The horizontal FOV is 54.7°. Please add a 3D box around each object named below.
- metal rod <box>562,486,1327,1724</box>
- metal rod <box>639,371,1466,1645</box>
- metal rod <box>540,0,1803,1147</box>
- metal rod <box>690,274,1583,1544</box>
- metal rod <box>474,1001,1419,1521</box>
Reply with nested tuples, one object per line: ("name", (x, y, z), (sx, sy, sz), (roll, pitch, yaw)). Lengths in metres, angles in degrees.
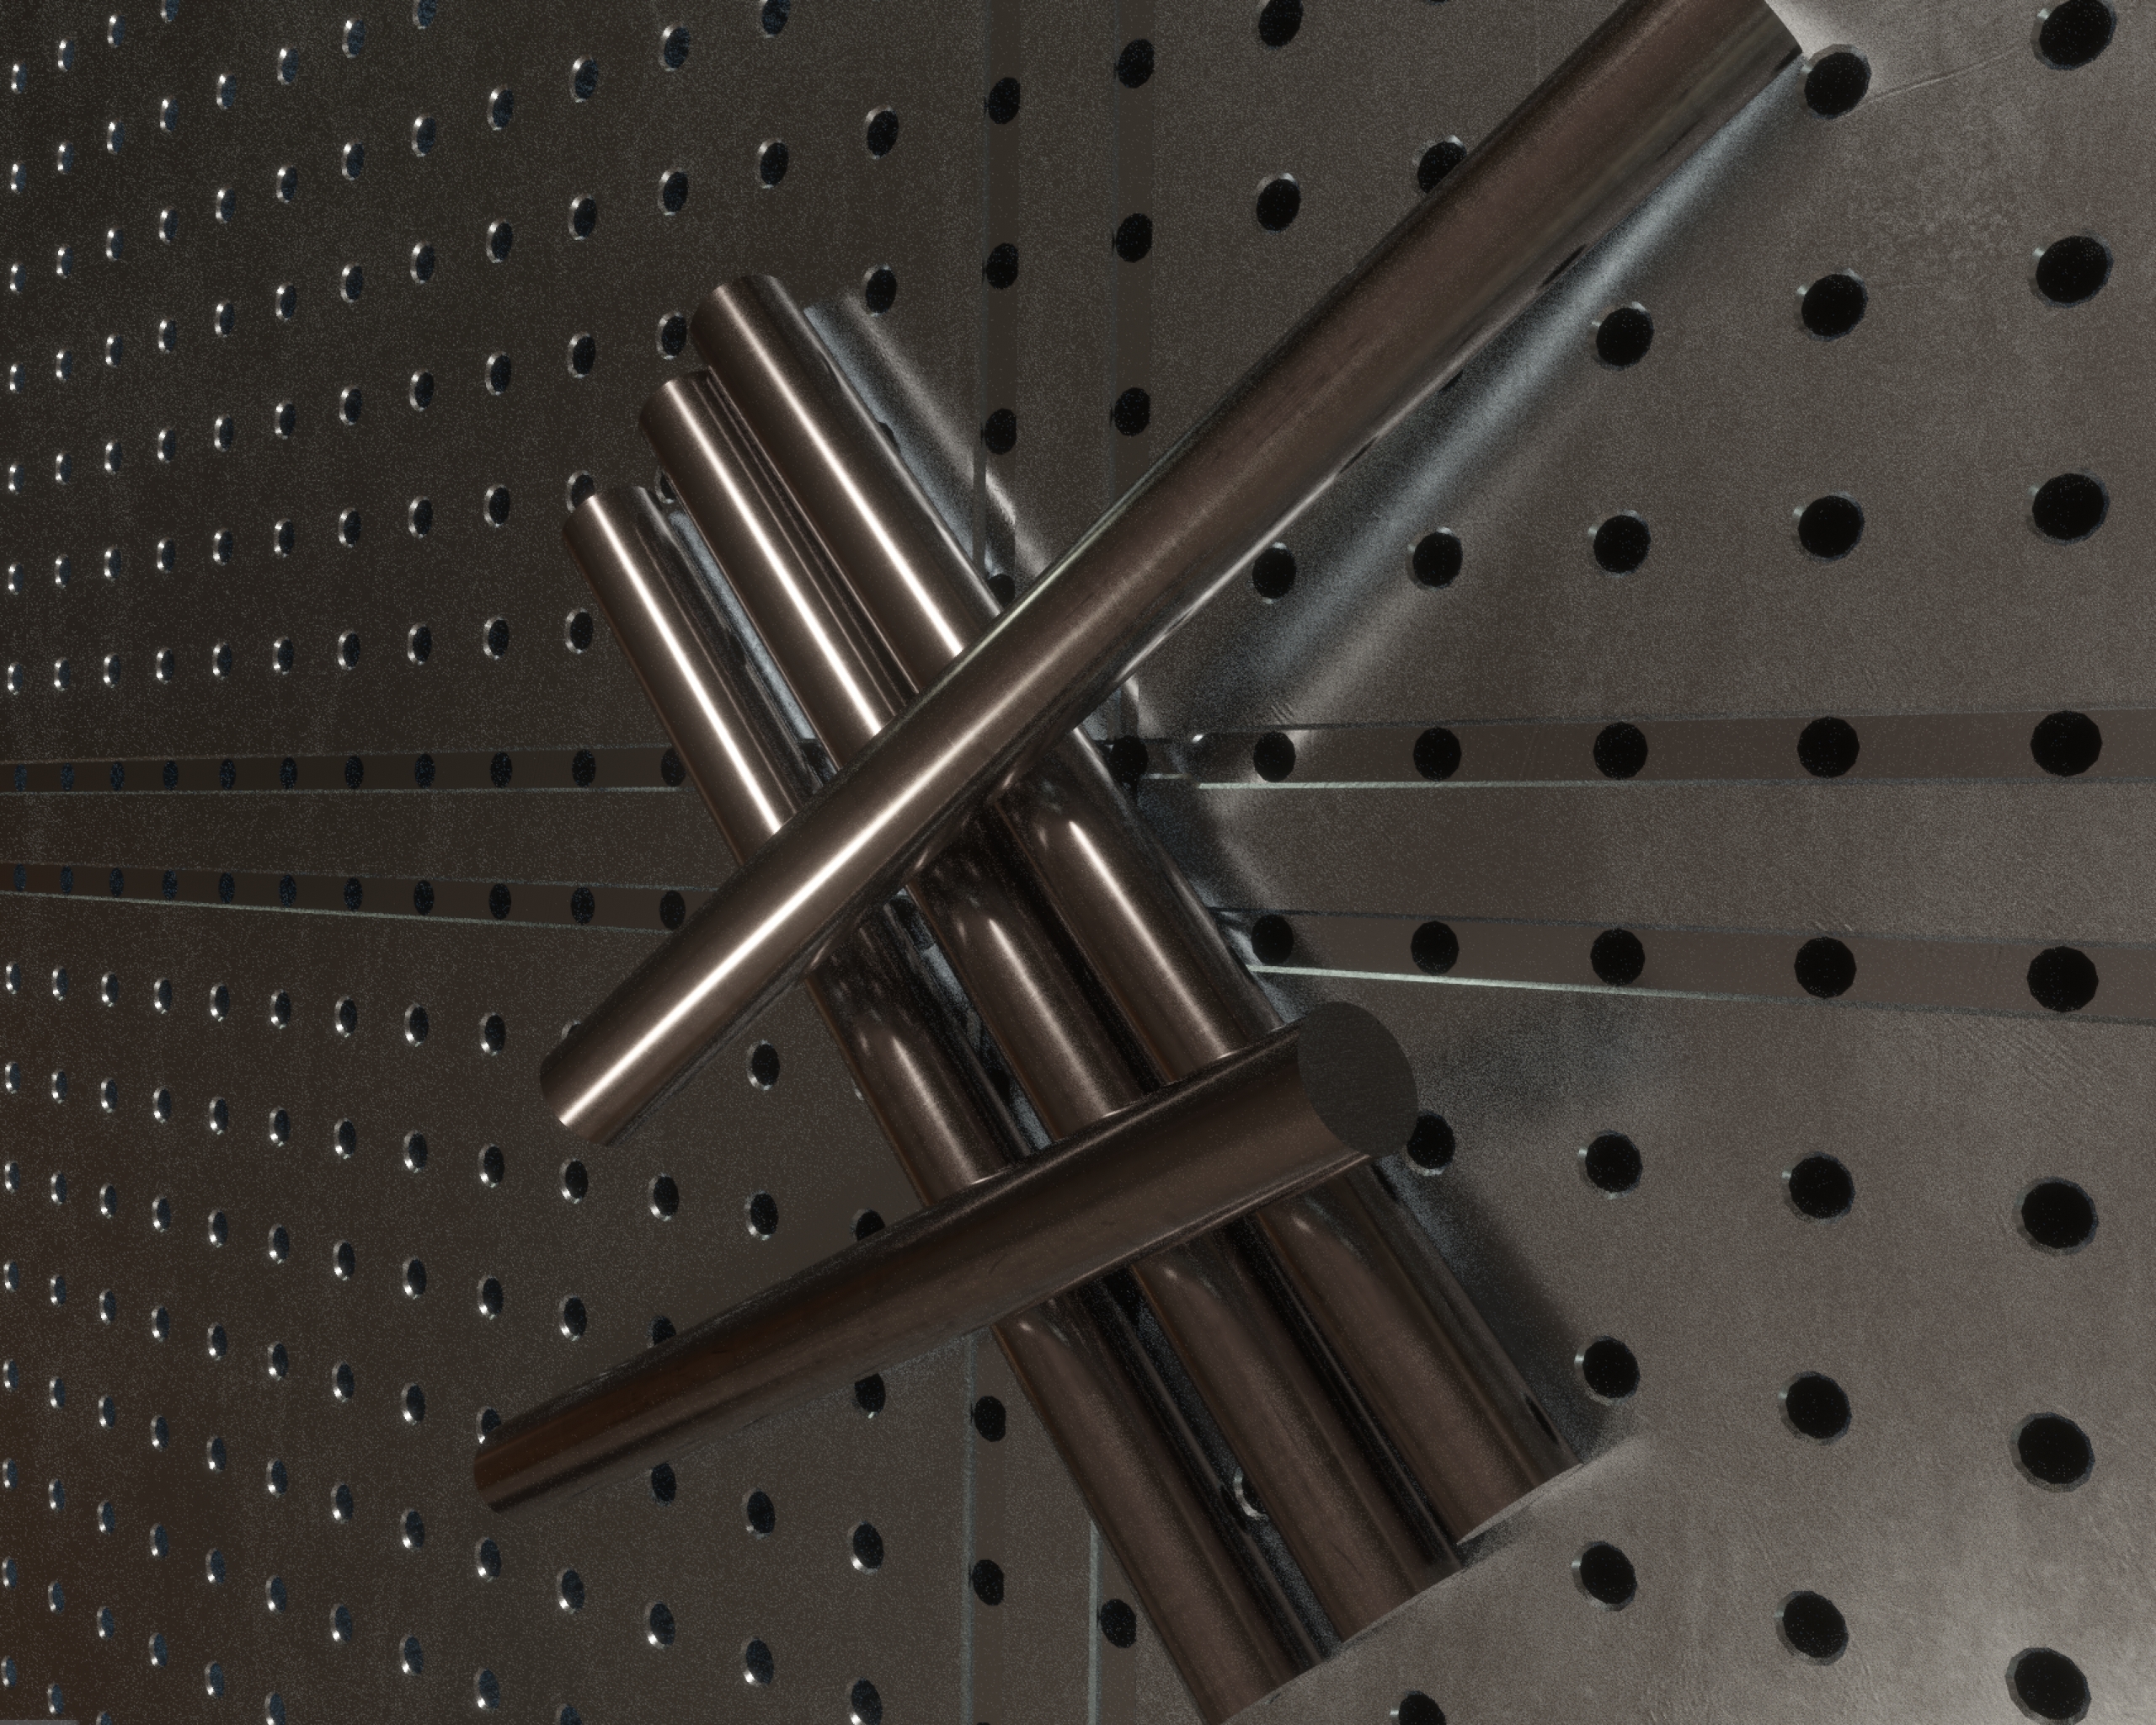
("metal rod", (-0.038, 0.035, 0.439), (0.025, 0.025, 0.299), (-46, 63, 30))
("metal rod", (-0.016, 0.012, 0.421), (0.025, 0.025, 0.299), (-46, 63, 30))
("metal rod", (0.001, -0.043, 0.380), (0.299, 0.025, 0.025), (-42, 65, 23))
("metal rod", (-0.001, -0.008, 0.408), (0.025, 0.025, 0.299), (-47, 62, 29))
("metal rod", (-0.048, 0.092, 0.420), (0.299, 0.025, 0.025), (-33, 70, 43))
